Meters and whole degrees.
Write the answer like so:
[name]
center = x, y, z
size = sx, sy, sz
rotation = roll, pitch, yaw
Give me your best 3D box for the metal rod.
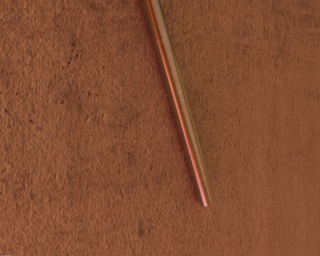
[metal rod]
center = 0.028, -0.029, 0.426
size = 0.025, 0.025, 0.299
rotation = -28, 107, -36
